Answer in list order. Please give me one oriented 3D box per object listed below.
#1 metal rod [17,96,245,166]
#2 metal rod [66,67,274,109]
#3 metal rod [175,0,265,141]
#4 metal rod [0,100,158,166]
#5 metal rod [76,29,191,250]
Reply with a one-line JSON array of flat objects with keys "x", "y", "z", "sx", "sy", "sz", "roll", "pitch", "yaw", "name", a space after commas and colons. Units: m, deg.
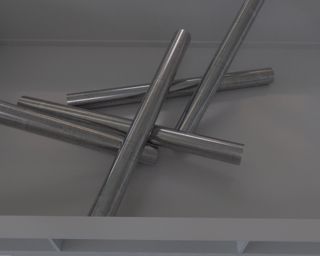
[{"x": -0.048, "y": -0.001, "z": 0.392, "sx": 0.301, "sy": 0.025, "sz": 0.025, "roll": 13, "pitch": 51, "yaw": 15, "name": "metal rod"}, {"x": 0.020, "y": -0.058, "z": 0.453, "sx": 0.302, "sy": 0.025, "sz": 0.025, "roll": -9, "pitch": 51, "yaw": -7, "name": "metal rod"}, {"x": 0.098, "y": -0.116, "z": 0.419, "sx": 0.025, "sy": 0.025, "sz": 0.299, "roll": 26, "pitch": 81, "yaw": 20, "name": "metal rod"}, {"x": -0.145, "y": -0.009, "z": 0.337, "sx": 0.302, "sy": 0.025, "sz": 0.025, "roll": 17, "pitch": 48, "yaw": -16, "name": "metal rod"}, {"x": -0.017, "y": -0.011, "z": 0.364, "sx": 0.025, "sy": 0.025, "sz": 0.300, "roll": 15, "pitch": 59, "yaw": 12, "name": "metal rod"}]
